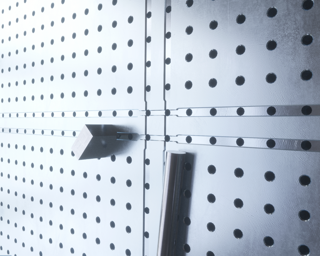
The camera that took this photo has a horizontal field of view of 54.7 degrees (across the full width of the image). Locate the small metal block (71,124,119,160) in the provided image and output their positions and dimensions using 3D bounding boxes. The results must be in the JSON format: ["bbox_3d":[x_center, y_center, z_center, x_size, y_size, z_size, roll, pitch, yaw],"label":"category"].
[{"bbox_3d":[-0.099,0.021,0.472,0.025,0.050,0.050,51,120,27],"label":"small metal block"}]

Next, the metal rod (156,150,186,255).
[{"bbox_3d":[0.006,0.178,0.402,0.025,0.025,0.298,9,96,39],"label":"metal rod"}]
